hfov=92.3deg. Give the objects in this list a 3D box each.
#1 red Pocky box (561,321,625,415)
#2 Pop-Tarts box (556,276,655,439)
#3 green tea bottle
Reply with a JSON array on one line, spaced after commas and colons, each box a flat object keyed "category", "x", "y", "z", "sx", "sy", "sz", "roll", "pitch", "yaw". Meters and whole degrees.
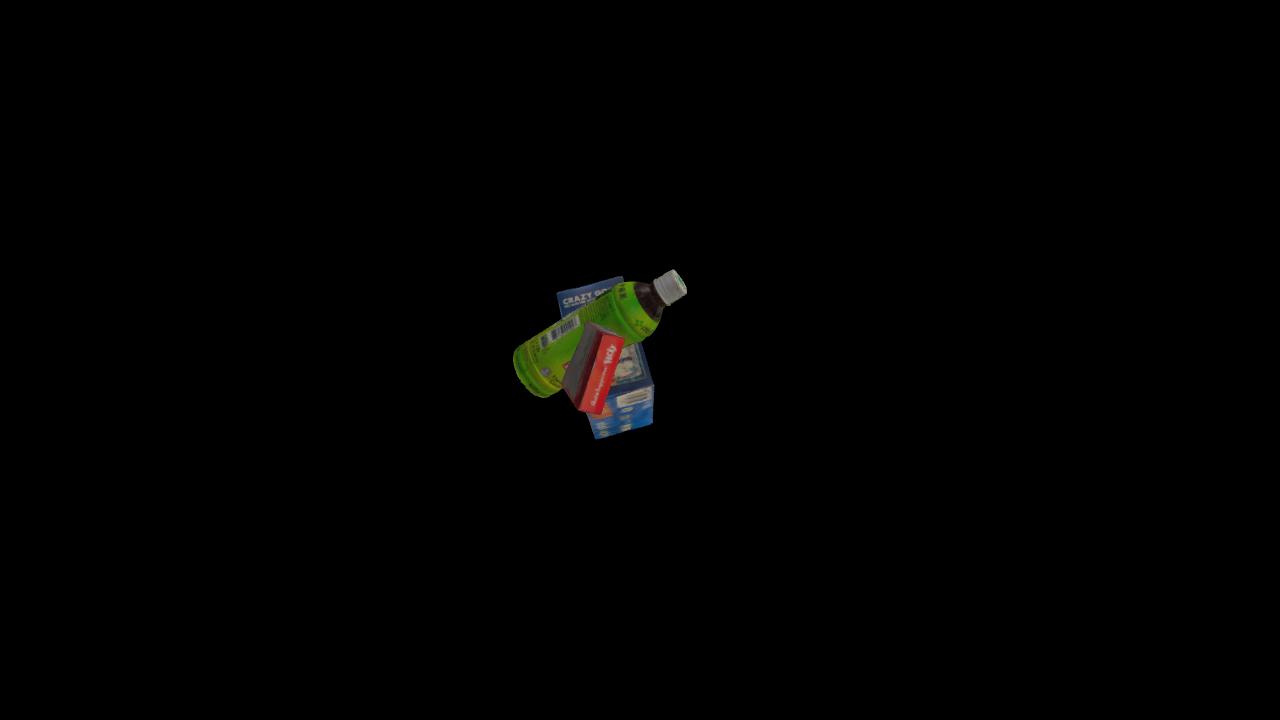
[{"category": "red Pocky box", "x": -0.058, "y": -0.001, "z": 0.666, "sx": 0.028, "sy": 0.083, "sz": 0.155, "roll": 17, "pitch": 7, "yaw": -19}, {"category": "Pop-Tarts box", "x": -0.040, "y": 0.004, "z": 0.753, "sx": 0.083, "sy": 0.141, "sz": 0.167, "roll": -14, "pitch": -19, "yaw": -5}, {"category": "green tea bottle", "x": -0.044, "y": -0.034, "z": 0.686, "sx": 0.212, "sy": 0.073, "sz": 0.073, "roll": -31, "pitch": -12, "yaw": 21}]
